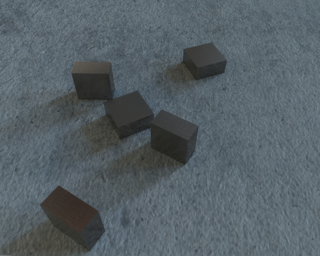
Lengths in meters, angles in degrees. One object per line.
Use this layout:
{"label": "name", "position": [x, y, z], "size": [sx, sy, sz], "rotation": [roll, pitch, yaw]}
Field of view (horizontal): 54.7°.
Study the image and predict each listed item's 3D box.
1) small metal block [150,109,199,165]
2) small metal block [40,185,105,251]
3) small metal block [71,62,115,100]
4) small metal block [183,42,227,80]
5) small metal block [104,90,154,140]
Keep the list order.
{"label": "small metal block", "position": [0.017, 0.012, 0.378], "size": [0.050, 0.050, 0.025], "rotation": [25, 55, 19]}
{"label": "small metal block", "position": [-0.086, 0.091, 0.310], "size": [0.050, 0.050, 0.025], "rotation": [26, 55, 20]}
{"label": "small metal block", "position": [-0.094, -0.067, 0.442], "size": [0.050, 0.050, 0.025], "rotation": [1, 50, 0]}
{"label": "small metal block", "position": [0.070, -0.107, 0.494], "size": [0.050, 0.025, 0.050], "rotation": [-17, 52, -14]}
{"label": "small metal block", "position": [-0.042, -0.019, 0.418], "size": [0.050, 0.025, 0.050], "rotation": [-22, 54, -18]}
